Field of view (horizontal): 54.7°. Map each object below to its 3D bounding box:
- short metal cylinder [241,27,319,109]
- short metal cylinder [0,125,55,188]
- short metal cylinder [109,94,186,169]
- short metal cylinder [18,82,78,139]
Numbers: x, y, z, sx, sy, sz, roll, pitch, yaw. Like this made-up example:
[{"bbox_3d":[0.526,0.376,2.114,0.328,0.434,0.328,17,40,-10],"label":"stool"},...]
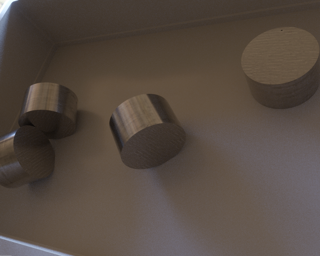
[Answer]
[{"bbox_3d":[0.140,-0.069,0.358,0.080,0.050,0.080,-13,56,21],"label":"short metal cylinder"},{"bbox_3d":[-0.201,0.042,0.450,0.050,0.080,0.080,-21,54,16],"label":"short metal cylinder"},{"bbox_3d":[-0.016,0.005,0.375,0.080,0.080,0.050,-33,52,7],"label":"short metal cylinder"},{"bbox_3d":[-0.169,-0.025,0.475,0.080,0.080,0.050,-17,55,19],"label":"short metal cylinder"}]
